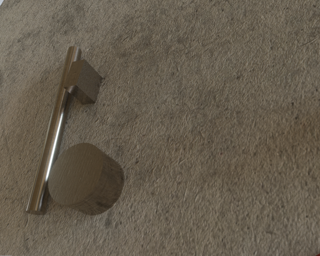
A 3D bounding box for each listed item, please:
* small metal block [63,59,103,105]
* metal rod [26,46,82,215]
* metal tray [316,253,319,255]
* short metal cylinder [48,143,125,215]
[{"bbox_3d":[-0.122,-0.073,0.496,0.025,0.050,0.050,-5,60,26],"label":"small metal block"},{"bbox_3d":[-0.164,-0.014,0.497,0.025,0.025,0.299,-11,57,22],"label":"metal rod"},{"bbox_3d":[0.139,0.167,0.225,0.090,0.030,0.130,-33,51,6],"label":"metal tray"},{"bbox_3d":[-0.093,0.066,0.397,0.080,0.050,0.080,-13,56,21],"label":"short metal cylinder"}]
